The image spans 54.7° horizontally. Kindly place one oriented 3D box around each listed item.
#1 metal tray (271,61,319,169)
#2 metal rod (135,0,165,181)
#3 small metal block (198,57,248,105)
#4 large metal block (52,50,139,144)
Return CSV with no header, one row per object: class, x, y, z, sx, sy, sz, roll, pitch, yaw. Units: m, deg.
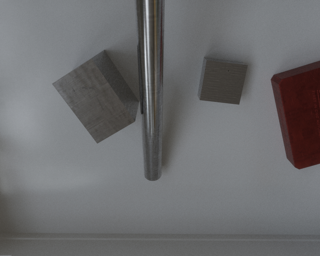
metal tray,0.206,-0.018,0.405,0.090,0.030,0.129,-17,110,5
metal rod,-0.009,-0.038,0.329,0.025,0.025,0.298,0,137,-1
small metal block,0.078,-0.059,0.391,0.050,0.025,0.050,6,110,-3
large metal block,-0.070,-0.040,0.366,0.050,0.080,0.080,-30,108,10
